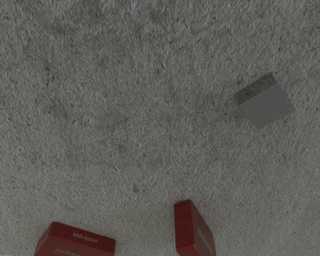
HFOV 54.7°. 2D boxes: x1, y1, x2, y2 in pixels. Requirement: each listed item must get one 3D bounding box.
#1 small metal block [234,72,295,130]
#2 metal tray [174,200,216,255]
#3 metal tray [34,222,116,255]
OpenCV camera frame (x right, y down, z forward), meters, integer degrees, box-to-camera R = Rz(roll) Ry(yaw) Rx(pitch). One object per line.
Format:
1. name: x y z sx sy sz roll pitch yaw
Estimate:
1. small metal block: 0.129 -0.032 0.382 0.050 0.025 0.050 -32 124 24
2. metal tray: 0.064 0.196 0.532 0.030 0.090 0.130 -19 128 15
3. metal tray: -0.163 0.233 0.600 0.131 0.030 0.090 25 125 -21
